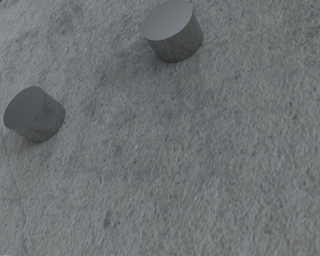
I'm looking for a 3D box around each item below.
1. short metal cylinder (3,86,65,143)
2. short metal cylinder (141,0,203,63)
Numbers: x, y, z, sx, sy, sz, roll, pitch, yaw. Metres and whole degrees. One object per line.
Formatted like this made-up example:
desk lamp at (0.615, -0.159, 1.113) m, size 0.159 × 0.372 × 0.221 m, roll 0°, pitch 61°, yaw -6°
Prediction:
short metal cylinder at (-0.204, -0.021, 0.505) m, size 0.080 × 0.050 × 0.080 m, roll -13°, pitch 56°, yaw 20°
short metal cylinder at (0.019, -0.145, 0.466) m, size 0.080 × 0.050 × 0.080 m, roll -13°, pitch 56°, yaw 20°
